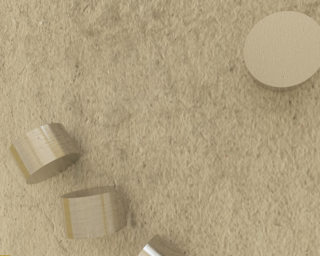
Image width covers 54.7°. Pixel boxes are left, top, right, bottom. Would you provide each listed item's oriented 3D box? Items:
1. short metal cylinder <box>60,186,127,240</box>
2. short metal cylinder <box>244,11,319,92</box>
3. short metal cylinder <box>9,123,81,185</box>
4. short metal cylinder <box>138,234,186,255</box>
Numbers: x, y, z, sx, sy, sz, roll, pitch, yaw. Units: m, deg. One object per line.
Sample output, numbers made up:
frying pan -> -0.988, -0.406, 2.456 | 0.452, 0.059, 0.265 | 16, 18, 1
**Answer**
short metal cylinder -> -0.087, 0.109, 0.409 | 0.080, 0.080, 0.050 | -8, 87, 19
short metal cylinder -> 0.137, -0.083, 0.347 | 0.080, 0.050, 0.079 | 0, 90, 19
short metal cylinder -> -0.160, 0.036, 0.434 | 0.080, 0.080, 0.050 | -37, 79, 16
short metal cylinder -> -0.007, 0.180, 0.381 | 0.050, 0.080, 0.080 | 34, 101, 16
